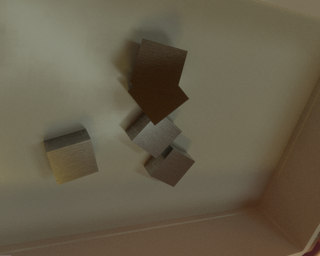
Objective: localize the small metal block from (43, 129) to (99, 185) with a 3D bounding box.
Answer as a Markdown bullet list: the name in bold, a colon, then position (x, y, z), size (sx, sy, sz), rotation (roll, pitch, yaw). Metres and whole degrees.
- **small metal block**: position (-0.106, 0.034, 0.372), size (0.050, 0.025, 0.050), rotation (-18, 126, -18)

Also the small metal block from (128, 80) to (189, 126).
- **small metal block**: position (-0.002, -0.038, 0.367), size (0.050, 0.025, 0.050), rotation (-38, 91, -3)

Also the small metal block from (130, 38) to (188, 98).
- **small metal block**: position (-0.001, -0.065, 0.343), size (0.050, 0.025, 0.050), rotation (15, 89, -2)

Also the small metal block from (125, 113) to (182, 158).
- **small metal block**: position (-0.008, 0.004, 0.407), size (0.050, 0.025, 0.050), rotation (-47, 129, 4)

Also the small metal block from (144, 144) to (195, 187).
- **small metal block**: position (0.014, 0.052, 0.448), size (0.050, 0.025, 0.050), rotation (32, 100, -38)
